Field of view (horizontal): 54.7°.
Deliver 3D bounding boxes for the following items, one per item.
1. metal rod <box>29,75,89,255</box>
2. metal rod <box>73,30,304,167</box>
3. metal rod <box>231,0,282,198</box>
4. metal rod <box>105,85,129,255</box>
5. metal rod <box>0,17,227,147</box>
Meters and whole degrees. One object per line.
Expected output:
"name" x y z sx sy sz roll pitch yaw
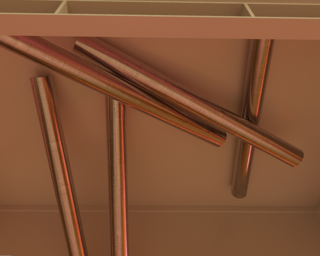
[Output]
"metal rod" -0.122 0.083 0.399 0.025 0.025 0.298 -5 106 4
"metal rod" 0.044 -0.027 0.364 0.301 0.025 0.025 27 125 -13
"metal rod" 0.117 -0.010 0.400 0.025 0.025 0.298 -3 130 2
"metal rod" -0.054 0.092 0.405 0.025 0.025 0.298 0 105 -1
"metal rod" -0.038 -0.039 0.348 0.302 0.025 0.025 24 126 -30
